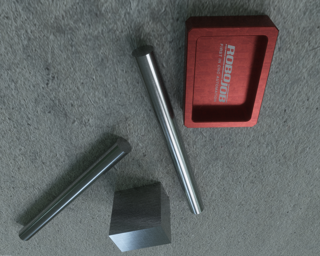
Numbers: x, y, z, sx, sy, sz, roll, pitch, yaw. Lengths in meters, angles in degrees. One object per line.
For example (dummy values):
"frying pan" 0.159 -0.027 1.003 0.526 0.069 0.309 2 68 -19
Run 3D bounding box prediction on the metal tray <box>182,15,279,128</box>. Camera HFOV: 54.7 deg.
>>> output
"metal tray" 0.073 -0.059 0.354 0.091 0.030 0.129 -1 130 0

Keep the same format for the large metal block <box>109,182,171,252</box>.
"large metal block" -0.029 0.140 0.490 0.080 0.080 0.050 -14 129 11

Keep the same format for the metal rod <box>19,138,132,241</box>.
"metal rod" -0.148 0.110 0.498 0.025 0.025 0.299 34 122 -26

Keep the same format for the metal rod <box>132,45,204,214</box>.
"metal rod" 0.022 0.026 0.429 0.025 0.025 0.299 -12 129 10
